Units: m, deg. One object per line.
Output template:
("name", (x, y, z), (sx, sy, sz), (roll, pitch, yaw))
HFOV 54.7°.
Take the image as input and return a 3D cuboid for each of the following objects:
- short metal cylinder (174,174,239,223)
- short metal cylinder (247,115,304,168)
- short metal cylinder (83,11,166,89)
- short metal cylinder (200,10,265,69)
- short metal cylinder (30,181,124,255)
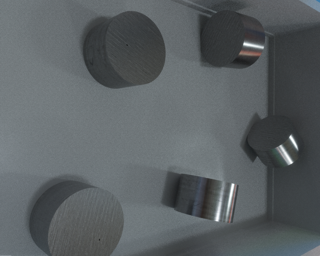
("short metal cylinder", (0.064, 0.096, 0.427), (0.080, 0.080, 0.050), (20, 78, -39))
("short metal cylinder", (0.203, 0.023, 0.544), (0.050, 0.080, 0.080), (48, 61, -30))
("short metal cylinder", (-0.040, -0.087, 0.358), (0.081, 0.050, 0.079), (0, 90, -40))
("short metal cylinder", (0.108, -0.130, 0.463), (0.050, 0.080, 0.079), (-5, 93, -40))
("short metal cylinder", (-0.085, 0.098, 0.321), (0.081, 0.050, 0.079), (0, 90, -40))
